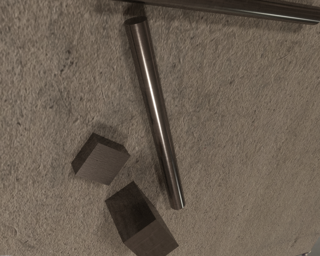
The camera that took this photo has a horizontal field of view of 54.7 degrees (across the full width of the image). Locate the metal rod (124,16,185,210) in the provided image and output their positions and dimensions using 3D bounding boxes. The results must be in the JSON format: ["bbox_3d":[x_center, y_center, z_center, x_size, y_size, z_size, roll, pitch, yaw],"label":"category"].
[{"bbox_3d":[0.001,0.005,0.412,0.025,0.025,0.298,-24,127,-14],"label":"metal rod"}]

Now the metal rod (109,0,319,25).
[{"bbox_3d":[0.081,-0.146,0.362,0.303,0.025,0.025,-4,121,-27],"label":"metal rod"}]

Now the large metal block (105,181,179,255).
[{"bbox_3d":[-0.026,0.136,0.443,0.050,0.080,0.080,-35,129,-5],"label":"large metal block"}]

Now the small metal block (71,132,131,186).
[{"bbox_3d":[-0.075,0.040,0.392,0.050,0.025,0.050,29,103,-38],"label":"small metal block"}]
